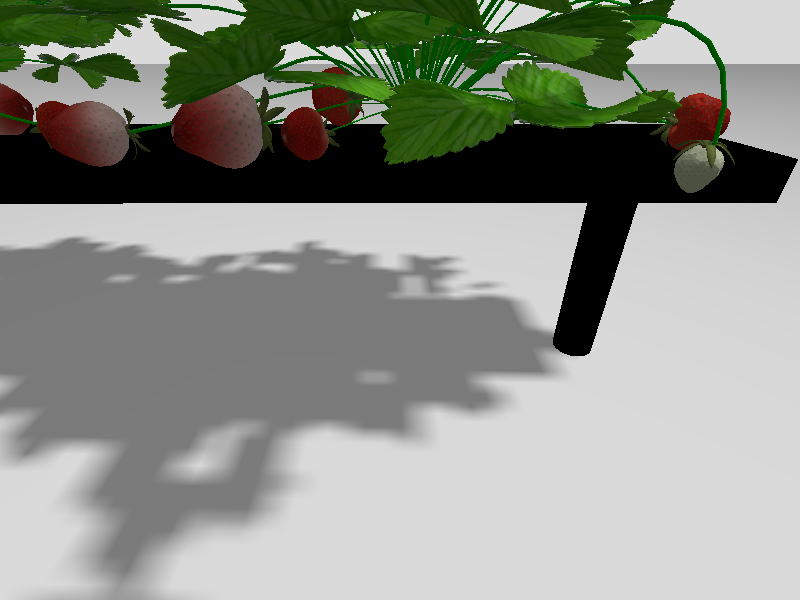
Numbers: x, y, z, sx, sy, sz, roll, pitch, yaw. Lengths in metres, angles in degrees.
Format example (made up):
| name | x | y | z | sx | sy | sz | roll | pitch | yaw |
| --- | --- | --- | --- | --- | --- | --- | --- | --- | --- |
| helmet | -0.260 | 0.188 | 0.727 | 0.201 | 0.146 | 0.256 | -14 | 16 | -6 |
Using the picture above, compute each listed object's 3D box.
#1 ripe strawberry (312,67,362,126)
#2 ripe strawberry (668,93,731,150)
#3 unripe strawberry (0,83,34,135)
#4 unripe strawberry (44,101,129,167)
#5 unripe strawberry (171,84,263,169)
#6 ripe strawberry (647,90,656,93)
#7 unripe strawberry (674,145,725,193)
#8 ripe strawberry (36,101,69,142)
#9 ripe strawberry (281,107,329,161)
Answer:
| name | x | y | z | sx | sy | sz | roll | pitch | yaw |
| --- | --- | --- | --- | --- | --- | --- | --- | --- | --- |
| ripe strawberry | -0.063 | -0.191 | 0.377 | 0.050 | 0.050 | 0.047 | 26 | 40 | 36 |
| ripe strawberry | 0.200 | -0.119 | 0.268 | 0.034 | 0.035 | 0.031 | 10 | 33 | 15 |
| unripe strawberry | -0.315 | -0.152 | 0.316 | 0.039 | 0.041 | 0.036 | 1 | 32 | 0 |
| unripe strawberry | -0.179 | -0.095 | 0.230 | 0.039 | 0.034 | 0.039 | -16 | 35 | -23 |
| unripe strawberry | -0.105 | -0.099 | 0.229 | 0.049 | 0.048 | 0.045 | -25 | 40 | -33 |
| ripe strawberry | 0.254 | -0.199 | 0.410 | 0.024 | 0.025 | 0.022 | 34 | 10 | -38 |
| unripe strawberry | 0.147 | -0.064 | 0.197 | 0.023 | 0.023 | 0.019 | -25 | 40 | -34 |
| ripe strawberry | -0.218 | -0.113 | 0.263 | 0.030 | 0.031 | 0.028 | 10 | 33 | 14 |
| ripe strawberry | -0.059 | -0.101 | 0.245 | 0.026 | 0.030 | 0.029 | 24 | 40 | 33 |
